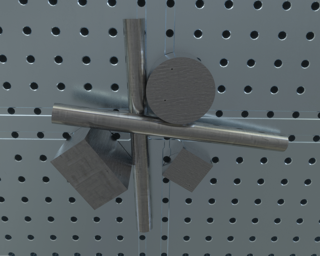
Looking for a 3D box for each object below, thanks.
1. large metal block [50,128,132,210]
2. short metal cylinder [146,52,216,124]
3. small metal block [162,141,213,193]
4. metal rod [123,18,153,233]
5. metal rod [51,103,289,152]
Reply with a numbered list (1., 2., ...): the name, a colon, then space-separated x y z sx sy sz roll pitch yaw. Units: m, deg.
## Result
1. large metal block: -0.082 0.042 0.397 0.050 0.080 0.080 -33 107 11
2. short metal cylinder: 0.024 -0.050 0.382 0.081 0.050 0.079 0 110 -1
3. small metal block: 0.038 0.054 0.435 0.050 0.025 0.050 32 107 -12
4. metal rod: -0.027 0.010 0.417 0.025 0.025 0.298 -2 110 0
5. metal rod: 0.022 0.001 0.394 0.302 0.025 0.025 7 110 -11
